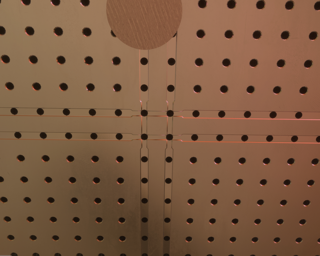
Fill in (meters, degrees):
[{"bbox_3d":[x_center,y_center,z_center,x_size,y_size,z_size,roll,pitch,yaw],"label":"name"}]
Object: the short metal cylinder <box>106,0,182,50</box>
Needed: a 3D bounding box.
[{"bbox_3d":[-0.017,-0.132,0.351,0.080,0.050,0.079,0,110,0],"label":"short metal cylinder"}]
